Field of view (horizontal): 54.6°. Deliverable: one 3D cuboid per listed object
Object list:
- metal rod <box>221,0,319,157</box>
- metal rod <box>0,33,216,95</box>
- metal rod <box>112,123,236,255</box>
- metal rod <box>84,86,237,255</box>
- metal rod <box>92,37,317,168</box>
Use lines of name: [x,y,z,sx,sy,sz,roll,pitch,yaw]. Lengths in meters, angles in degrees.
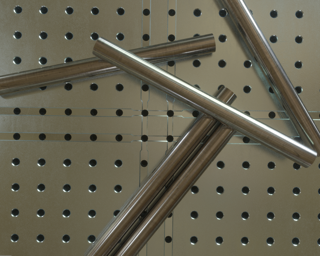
metal rod: [0.140,-0.096,0.414,0.025,0.025,0.299,-30,90,0]
metal rod: [-0.077,-0.084,0.412,0.301,0.025,0.025,-11,90,0]
metal rod: [0.001,0.109,0.413,0.025,0.025,0.300,39,90,0]
metal rod: [-0.002,0.068,0.413,0.025,0.025,0.300,39,90,0]
metal rod: [0.055,-0.032,0.387,0.301,0.025,0.025,28,90,0]
